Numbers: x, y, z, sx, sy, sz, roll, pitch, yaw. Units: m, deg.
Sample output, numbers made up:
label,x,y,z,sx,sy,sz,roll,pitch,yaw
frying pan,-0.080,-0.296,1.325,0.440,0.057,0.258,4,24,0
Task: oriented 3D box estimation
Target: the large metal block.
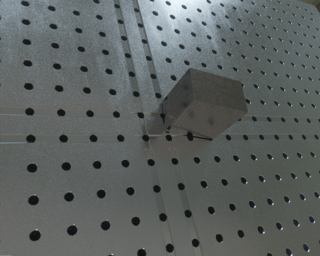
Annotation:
label,x,y,z,sx,sy,sz,roll,pitch,yaw
large metal block,0.058,-0.030,0.424,0.081,0.080,0.050,10,58,-23
